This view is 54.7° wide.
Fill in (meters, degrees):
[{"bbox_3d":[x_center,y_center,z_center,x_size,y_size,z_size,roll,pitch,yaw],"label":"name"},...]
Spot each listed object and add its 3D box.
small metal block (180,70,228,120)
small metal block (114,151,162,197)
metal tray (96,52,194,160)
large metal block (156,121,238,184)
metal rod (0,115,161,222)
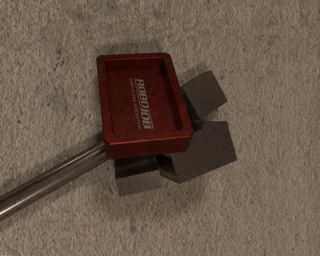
[{"bbox_3d":[0.058,-0.045,0.432,0.050,0.025,0.050,-33,101,-17],"label":"small metal block"},{"bbox_3d":[-0.028,0.054,0.378,0.050,0.050,0.025,-12,115,-5],"label":"small metal block"},{"bbox_3d":[-0.022,-0.031,0.352,0.091,0.030,0.130,-5,54,-11],"label":"metal tray"},{"bbox_3d":[0.037,0.027,0.395,0.081,0.080,0.050,-19,97,-20],"label":"large metal block"},{"bbox_3d":[-0.100,0.046,0.372,0.302,0.025,0.025,-30,100,-18],"label":"metal rod"}]
